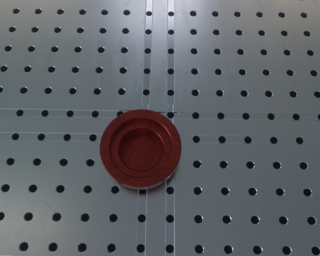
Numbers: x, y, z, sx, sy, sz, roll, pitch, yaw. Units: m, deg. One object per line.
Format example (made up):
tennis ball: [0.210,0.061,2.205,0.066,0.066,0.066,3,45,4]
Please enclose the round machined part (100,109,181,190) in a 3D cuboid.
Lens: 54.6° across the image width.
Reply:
round machined part: [-0.023,0.029,0.392,0.099,0.042,0.098,0,70,0]
